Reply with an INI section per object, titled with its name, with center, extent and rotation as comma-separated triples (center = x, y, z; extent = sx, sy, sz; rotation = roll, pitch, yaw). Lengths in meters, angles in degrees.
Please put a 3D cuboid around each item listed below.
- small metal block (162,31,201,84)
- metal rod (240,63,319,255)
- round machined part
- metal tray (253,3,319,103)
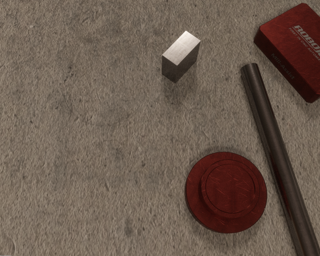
[small metal block]
center = 0.028, -0.097, 0.431
extent = 0.025, 0.050, 0.050
rotation = 38, 74, 12
[metal rod]
center = 0.154, 0.052, 0.390
extent = 0.025, 0.025, 0.299
rotation = -10, 70, -4
[round machined part]
center = 0.080, 0.075, 0.373
extent = 0.099, 0.042, 0.098
rotation = 0, 70, -1
[metal tray]
center = 0.213, -0.111, 0.449
extent = 0.090, 0.030, 0.130
rotation = -31, 73, -11
